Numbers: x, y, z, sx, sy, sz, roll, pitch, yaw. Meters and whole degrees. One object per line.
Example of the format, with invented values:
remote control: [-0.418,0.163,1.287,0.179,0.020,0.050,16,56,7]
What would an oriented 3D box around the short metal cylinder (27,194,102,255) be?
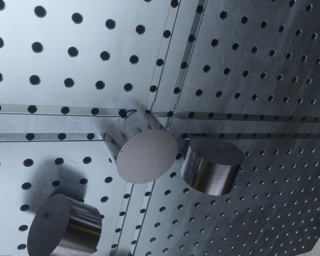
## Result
short metal cylinder: [-0.120,0.130,0.390,0.080,0.080,0.050,-48,129,5]

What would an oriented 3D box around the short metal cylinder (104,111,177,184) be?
short metal cylinder: [-0.025,0.024,0.396,0.081,0.050,0.079,-14,124,-21]

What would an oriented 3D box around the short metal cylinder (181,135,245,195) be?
short metal cylinder: [0.075,0.052,0.449,0.081,0.080,0.050,-1,119,-28]
